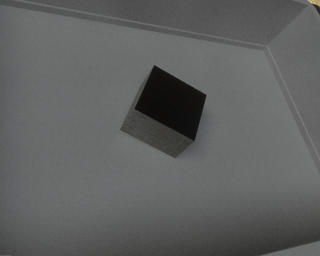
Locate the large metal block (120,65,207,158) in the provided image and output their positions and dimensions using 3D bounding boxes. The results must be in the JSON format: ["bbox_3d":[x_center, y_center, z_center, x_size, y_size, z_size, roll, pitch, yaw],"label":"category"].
[{"bbox_3d":[0.006,-0.021,0.401,0.080,0.050,0.080,28,52,-11],"label":"large metal block"}]
